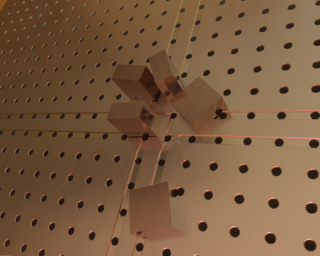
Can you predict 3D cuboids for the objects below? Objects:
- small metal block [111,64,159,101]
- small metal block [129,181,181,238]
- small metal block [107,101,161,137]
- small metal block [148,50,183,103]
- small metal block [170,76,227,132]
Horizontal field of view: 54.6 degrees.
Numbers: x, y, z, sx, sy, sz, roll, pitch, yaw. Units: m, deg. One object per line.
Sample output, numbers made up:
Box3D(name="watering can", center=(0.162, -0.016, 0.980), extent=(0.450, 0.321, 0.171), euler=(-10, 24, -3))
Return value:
Box3D(name="small metal block", center=(-0.034, -0.066, 0.452), extent=(0.050, 0.050, 0.025), euler=(10, 67, 32))
Box3D(name="small metal block", center=(-0.007, 0.094, 0.355), extent=(0.050, 0.025, 0.050), euler=(-17, 55, 19))
Box3D(name="small metal block", center=(-0.034, -0.011, 0.418), extent=(0.050, 0.050, 0.025), euler=(-2, 61, 27))
Box3D(name="small metal block", center=(0.011, -0.071, 0.431), extent=(0.025, 0.050, 0.050), euler=(-24, 53, 14))
Box3D(name="small metal block", center=(0.049, -0.031, 0.402), extent=(0.050, 0.025, 0.050), euler=(-40, 51, 1))
